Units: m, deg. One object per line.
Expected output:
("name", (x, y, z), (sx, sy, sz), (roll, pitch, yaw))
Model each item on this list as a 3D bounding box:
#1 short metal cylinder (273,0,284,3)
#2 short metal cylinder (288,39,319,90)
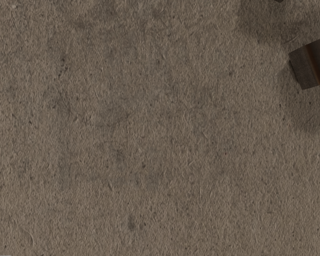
("short metal cylinder", (0.145, -0.205, 0.384), (0.050, 0.080, 0.080), (21, 90, 0))
("short metal cylinder", (0.209, -0.085, 0.385), (0.080, 0.080, 0.050), (-21, 90, 0))
